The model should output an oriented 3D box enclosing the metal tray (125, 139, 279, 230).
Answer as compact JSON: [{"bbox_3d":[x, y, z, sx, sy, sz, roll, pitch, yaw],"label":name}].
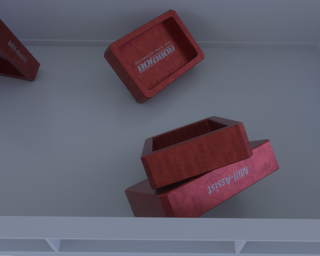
[{"bbox_3d":[0.041,0.051,0.310,0.131,0.090,0.030,-22,93,-27],"label":"metal tray"}]

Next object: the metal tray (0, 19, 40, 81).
[{"bbox_3d":[-0.237,-0.112,0.426,0.090,0.130,0.030,11,74,7],"label":"metal tray"}]

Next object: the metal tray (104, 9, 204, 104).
[{"bbox_3d":[-0.005,-0.108,0.459,0.131,0.030,0.090,-40,99,-28],"label":"metal tray"}]

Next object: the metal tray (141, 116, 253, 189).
[{"bbox_3d":[0.030,0.019,0.319,0.090,0.130,0.030,-19,95,1],"label":"metal tray"}]
